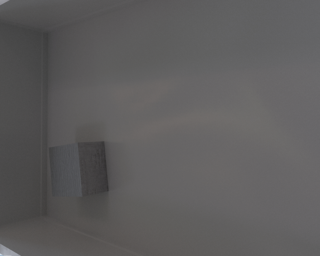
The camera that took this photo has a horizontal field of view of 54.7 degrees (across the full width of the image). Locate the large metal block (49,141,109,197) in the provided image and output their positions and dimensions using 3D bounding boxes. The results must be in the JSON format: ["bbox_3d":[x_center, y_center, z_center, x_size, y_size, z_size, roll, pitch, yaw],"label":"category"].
[{"bbox_3d":[-0.132,0.066,0.500,0.080,0.050,0.080,-10,84,39],"label":"large metal block"}]
